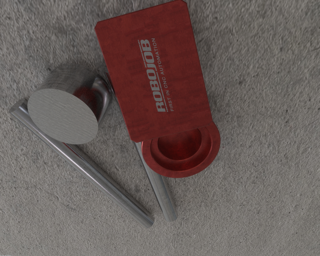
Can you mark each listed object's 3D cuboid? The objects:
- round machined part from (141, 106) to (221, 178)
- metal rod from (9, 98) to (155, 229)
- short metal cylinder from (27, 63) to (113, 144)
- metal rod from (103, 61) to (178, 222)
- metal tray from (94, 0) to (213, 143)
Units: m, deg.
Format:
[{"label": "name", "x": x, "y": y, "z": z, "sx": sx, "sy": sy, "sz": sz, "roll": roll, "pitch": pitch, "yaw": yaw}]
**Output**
[{"label": "round machined part", "x": 0.024, "y": 0.013, "z": 0.398, "sx": 0.099, "sy": 0.042, "sz": 0.097, "roll": -3, "pitch": 119, "yaw": -6}, {"label": "metal rod", "x": -0.098, "y": 0.069, "z": 0.465, "sx": 0.025, "sy": 0.025, "sz": 0.300, "roll": -25, "pitch": 126, "yaw": 20}, {"label": "short metal cylinder", "x": -0.101, "y": -0.027, "z": 0.357, "sx": 0.080, "sy": 0.050, "sz": 0.079, "roll": 8, "pitch": 134, "yaw": 8}, {"label": "metal rod", "x": -0.016, "y": 0.041, "z": 0.442, "sx": 0.025, "sy": 0.025, "sz": 0.299, "roll": -11, "pitch": 130, "yaw": 9}, {"label": "metal tray", "x": -0.003, "y": -0.057, "z": 0.324, "sx": 0.090, "sy": 0.030, "sz": 0.129, "roll": -14, "pitch": 110, "yaw": 5}]
